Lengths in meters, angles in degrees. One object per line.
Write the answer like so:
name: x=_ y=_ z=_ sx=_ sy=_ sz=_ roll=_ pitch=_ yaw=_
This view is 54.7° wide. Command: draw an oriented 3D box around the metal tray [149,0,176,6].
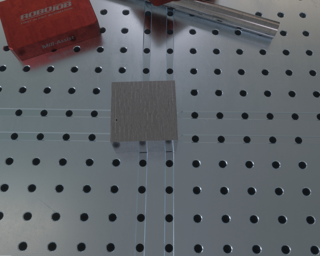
metal tray: x=0.023 y=-0.244 z=0.479 sx=0.131 sy=0.030 sz=0.090 roll=-28 pitch=64 yaw=-21

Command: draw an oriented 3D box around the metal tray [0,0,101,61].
metal tray: x=-0.167 y=-0.165 z=0.468 sx=0.131 sy=0.030 sz=0.090 roll=-21 pitch=71 yaw=-8

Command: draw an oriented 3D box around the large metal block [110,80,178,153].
large metal block: x=-0.020 y=-0.014 z=0.403 sx=0.081 sy=0.050 sz=0.080 roll=-2 pitch=70 yaw=-1

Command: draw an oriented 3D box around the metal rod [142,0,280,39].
metal rod: x=0.034 y=-0.195 z=0.483 sx=0.301 sy=0.025 sz=0.025 roll=19 pitch=71 yaw=6
